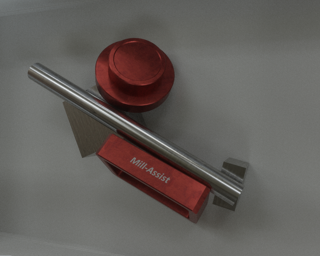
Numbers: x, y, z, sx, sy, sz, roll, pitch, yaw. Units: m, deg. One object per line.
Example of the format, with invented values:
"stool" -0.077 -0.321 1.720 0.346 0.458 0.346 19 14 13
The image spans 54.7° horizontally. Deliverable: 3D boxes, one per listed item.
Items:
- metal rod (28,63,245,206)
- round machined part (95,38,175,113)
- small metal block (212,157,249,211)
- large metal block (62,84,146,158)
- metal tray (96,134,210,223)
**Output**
"metal rod" -0.041 -0.002 0.368 0.301 0.025 0.025 31 100 17
"round machined part" -0.030 -0.071 0.382 0.099 0.042 0.098 5 65 -10
"small metal block" 0.085 0.064 0.365 0.025 0.050 0.050 15 95 19
"large metal block" -0.072 -0.013 0.420 0.080 0.050 0.080 -24 82 18
"metal tray" -0.006 0.063 0.372 0.130 0.090 0.030 28 72 17
